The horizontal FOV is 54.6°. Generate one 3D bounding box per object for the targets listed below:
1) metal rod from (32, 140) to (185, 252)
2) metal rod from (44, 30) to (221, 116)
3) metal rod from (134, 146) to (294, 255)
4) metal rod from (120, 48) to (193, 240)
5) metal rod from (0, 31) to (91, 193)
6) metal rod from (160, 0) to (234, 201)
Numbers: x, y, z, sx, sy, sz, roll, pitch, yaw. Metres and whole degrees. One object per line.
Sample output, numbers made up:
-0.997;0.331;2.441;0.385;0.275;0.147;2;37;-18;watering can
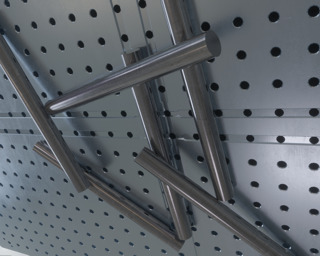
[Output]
-0.089;0.113;0.528;0.300;0.025;0.025;33;129;6;metal rod
-0.060;-0.054;0.381;0.299;0.025;0.025;-12;113;43;metal rod
0.093;0.123;0.420;0.301;0.025;0.025;37;129;-4;metal rod
0.002;0.039;0.434;0.025;0.025;0.299;-2;118;29;metal rod
-0.192;-0.031;0.479;0.025;0.025;0.299;-19;104;35;metal rod
0.044;-0.039;0.363;0.025;0.025;0.299;-5;116;30;metal rod
